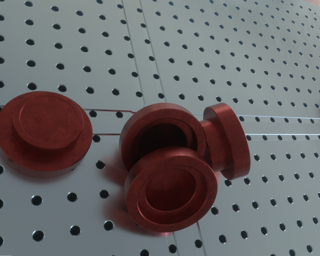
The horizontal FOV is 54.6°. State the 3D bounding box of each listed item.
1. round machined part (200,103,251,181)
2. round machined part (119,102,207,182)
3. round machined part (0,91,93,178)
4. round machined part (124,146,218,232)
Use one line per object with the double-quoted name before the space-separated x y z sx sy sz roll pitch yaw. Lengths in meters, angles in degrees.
"round machined part" 0.073 0.020 0.395 0.042 0.098 0.098 -16 68 -6
"round machined part" 0.001 0.016 0.364 0.099 0.097 0.042 15 19 -20
"round machined part" -0.121 0.000 0.332 0.099 0.042 0.098 13 56 -21
"round machined part" 0.009 0.063 0.340 0.099 0.097 0.042 14 20 -20
